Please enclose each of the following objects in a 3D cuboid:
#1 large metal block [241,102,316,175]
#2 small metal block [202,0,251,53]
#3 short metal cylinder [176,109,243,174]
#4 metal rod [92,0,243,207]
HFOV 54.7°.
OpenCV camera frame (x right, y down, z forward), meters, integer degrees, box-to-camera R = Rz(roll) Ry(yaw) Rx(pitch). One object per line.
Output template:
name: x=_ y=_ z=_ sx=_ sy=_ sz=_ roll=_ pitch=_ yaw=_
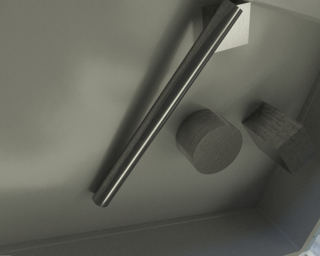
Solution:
large metal block: x=0.187 y=0.016 z=0.488 sx=0.050 sy=0.080 sz=0.080 roll=-43 pitch=130 yaw=1
small metal block: x=0.080 y=-0.125 z=0.377 sx=0.050 sy=0.025 sz=0.050 roll=-19 pitch=126 yaw=-17
short metal cylinder: x=0.070 y=0.019 z=0.445 sx=0.081 sy=0.050 sz=0.079 roll=-14 pitch=125 yaw=-21
metal rod: x=-0.001 y=-0.017 z=0.381 sx=0.025 sy=0.025 sz=0.299 roll=21 pitch=112 yaw=-36
